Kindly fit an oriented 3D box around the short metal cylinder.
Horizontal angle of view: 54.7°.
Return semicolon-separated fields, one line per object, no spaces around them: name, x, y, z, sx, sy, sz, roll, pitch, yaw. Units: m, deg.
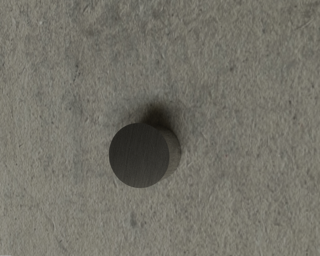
short metal cylinder;-0.018;0.033;0.401;0.080;0.050;0.079;0;90;19
